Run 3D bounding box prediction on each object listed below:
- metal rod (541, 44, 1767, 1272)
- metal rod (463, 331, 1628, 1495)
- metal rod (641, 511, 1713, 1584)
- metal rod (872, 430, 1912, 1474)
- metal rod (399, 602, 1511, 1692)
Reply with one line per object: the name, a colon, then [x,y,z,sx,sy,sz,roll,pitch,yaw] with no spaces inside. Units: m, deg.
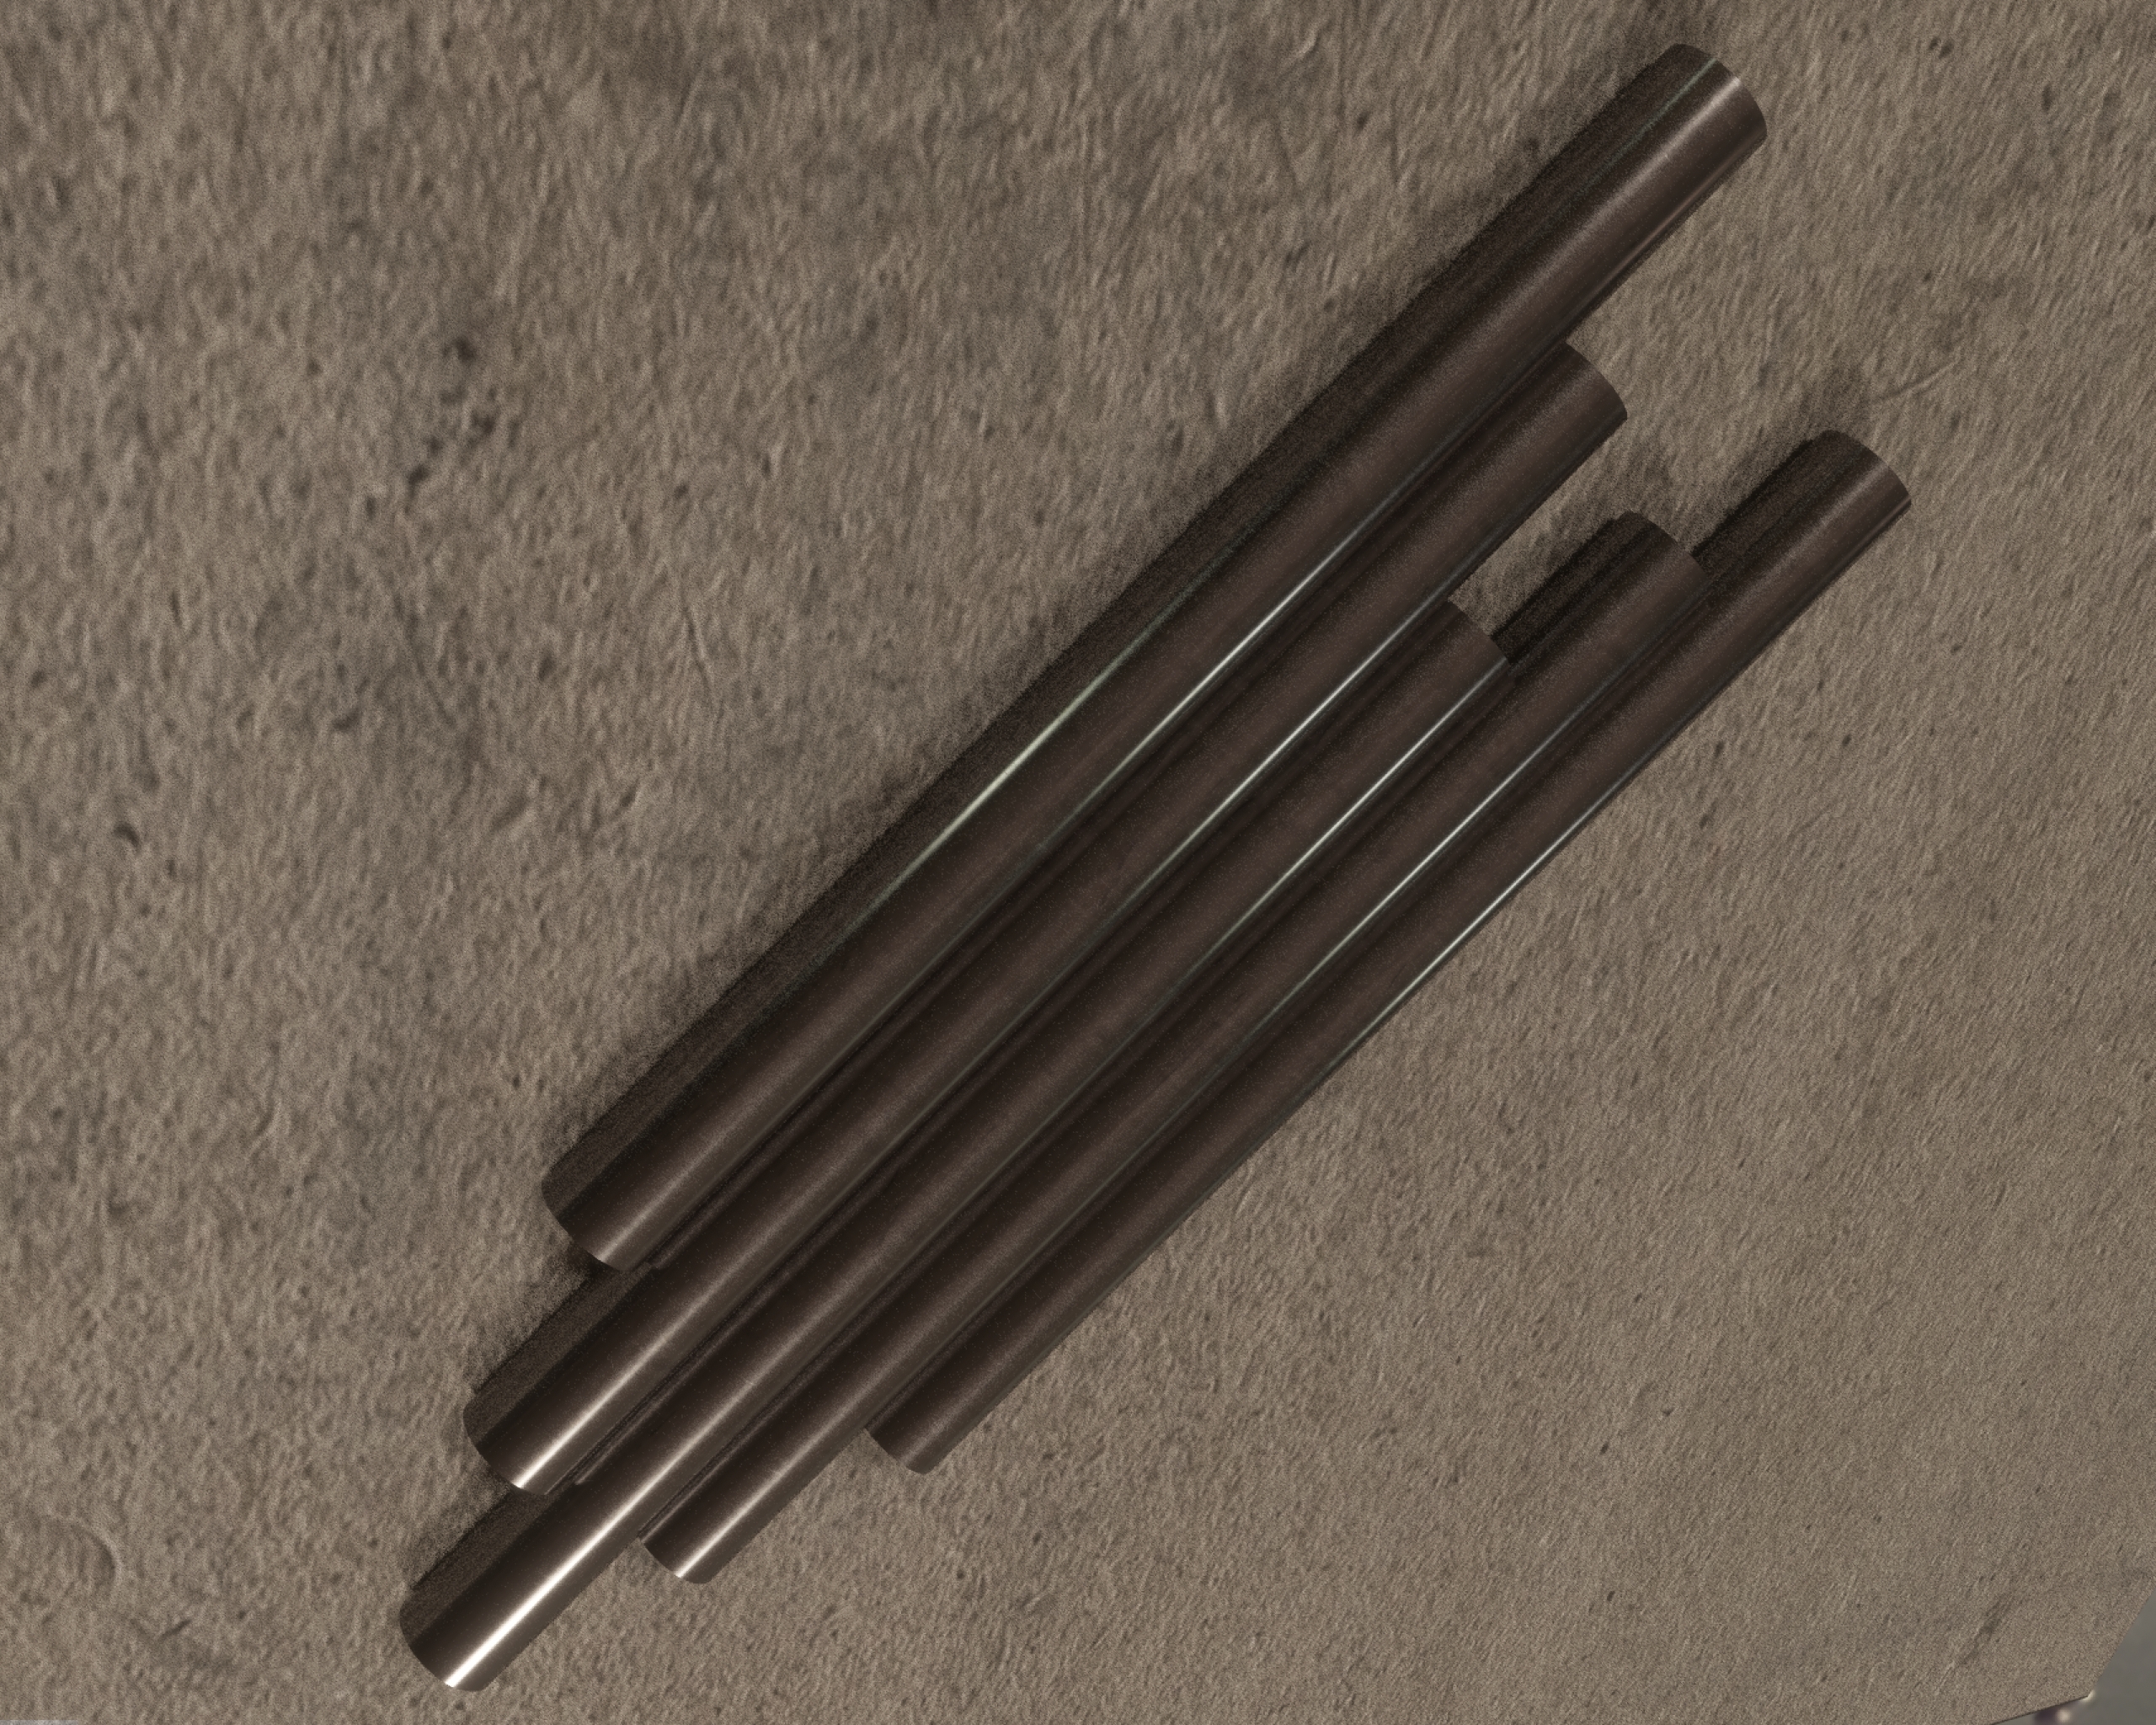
metal rod: [0.012,-0.036,0.394,0.300,0.025,0.025,-45,130,3]
metal rod: [-0.008,0.012,0.413,0.300,0.025,0.025,-45,130,3]
metal rod: [0.018,0.041,0.445,0.300,0.025,0.025,-45,130,3]
metal rod: [0.064,0.021,0.458,0.300,0.025,0.025,-45,130,3]
metal rod: [-0.027,0.058,0.431,0.300,0.025,0.025,-45,130,3]
